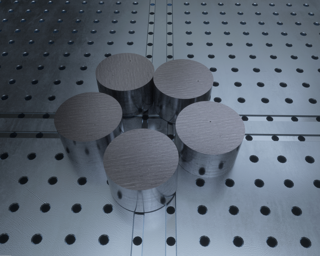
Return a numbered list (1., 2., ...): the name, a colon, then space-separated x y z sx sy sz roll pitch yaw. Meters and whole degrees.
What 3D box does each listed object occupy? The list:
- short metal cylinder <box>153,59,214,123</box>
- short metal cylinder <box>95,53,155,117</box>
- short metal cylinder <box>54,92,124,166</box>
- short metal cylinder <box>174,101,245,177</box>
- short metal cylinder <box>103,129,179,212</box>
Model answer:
1. short metal cylinder: 0.031 -0.051 0.433 0.081 0.050 0.080 0 50 0
2. short metal cylinder: -0.048 -0.063 0.443 0.081 0.050 0.080 0 50 0
3. short metal cylinder: -0.086 0.000 0.390 0.081 0.050 0.080 0 50 0
4. short metal cylinder: 0.058 0.013 0.379 0.081 0.050 0.080 0 51 0
5. short metal cylinder: -0.020 0.047 0.350 0.080 0.050 0.080 0 50 1
